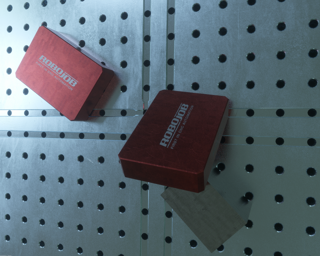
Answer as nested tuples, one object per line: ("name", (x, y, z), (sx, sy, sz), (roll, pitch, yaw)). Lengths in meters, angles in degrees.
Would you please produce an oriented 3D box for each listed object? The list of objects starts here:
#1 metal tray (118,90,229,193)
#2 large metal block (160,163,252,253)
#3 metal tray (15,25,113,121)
("metal tray", (0.021, 0.007, 0.355), (0.090, 0.130, 0.030), (9, 132, 19))
("large metal block", (0.058, 0.084, 0.363), (0.050, 0.080, 0.080), (-47, 76, 14))
("metal tray", (-0.144, -0.081, 0.461), (0.130, 0.030, 0.090), (36, 101, 16))
